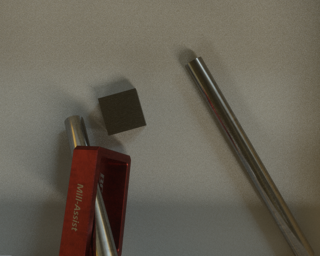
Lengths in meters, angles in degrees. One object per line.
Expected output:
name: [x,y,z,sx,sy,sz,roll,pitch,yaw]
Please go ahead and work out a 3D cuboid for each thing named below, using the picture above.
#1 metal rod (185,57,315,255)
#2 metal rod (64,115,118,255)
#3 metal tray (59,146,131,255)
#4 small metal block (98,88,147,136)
metal rod: [0.119,0.041,0.413,0.025,0.025,0.299,-30,90,0]
metal rod: [-0.066,0.110,0.335,0.025,0.025,0.299,-22,59,0]
metal tray: [-0.071,0.091,0.362,0.030,0.090,0.129,1,78,19]
small metal block: [-0.049,-0.021,0.411,0.050,0.025,0.050,-16,90,-1]
